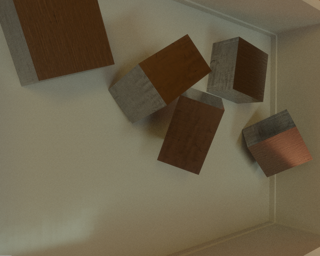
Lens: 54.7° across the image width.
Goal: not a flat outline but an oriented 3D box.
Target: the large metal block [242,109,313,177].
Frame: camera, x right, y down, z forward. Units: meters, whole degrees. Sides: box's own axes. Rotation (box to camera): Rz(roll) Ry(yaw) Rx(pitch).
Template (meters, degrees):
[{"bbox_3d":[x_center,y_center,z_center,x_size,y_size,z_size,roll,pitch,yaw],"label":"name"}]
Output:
[{"bbox_3d":[0.199,0.027,0.528,0.080,0.080,0.050,51,23,-28],"label":"large metal block"}]

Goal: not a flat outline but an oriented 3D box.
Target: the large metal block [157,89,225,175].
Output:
[{"bbox_3d":[0.039,-0.001,0.379,0.080,0.050,0.079,-60,170,-73],"label":"large metal block"}]

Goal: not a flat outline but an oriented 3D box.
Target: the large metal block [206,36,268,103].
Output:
[{"bbox_3d":[0.125,-0.088,0.494,0.081,0.050,0.080,14,81,-39],"label":"large metal block"}]

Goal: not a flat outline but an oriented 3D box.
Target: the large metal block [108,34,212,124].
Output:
[{"bbox_3d":[-0.001,-0.055,0.362,0.080,0.080,0.050,-39,99,-33],"label":"large metal block"}]

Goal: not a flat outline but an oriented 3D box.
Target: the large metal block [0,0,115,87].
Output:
[{"bbox_3d":[-0.101,-0.091,0.305,0.081,0.050,0.080,-23,105,-38],"label":"large metal block"}]
